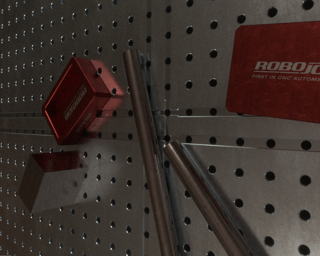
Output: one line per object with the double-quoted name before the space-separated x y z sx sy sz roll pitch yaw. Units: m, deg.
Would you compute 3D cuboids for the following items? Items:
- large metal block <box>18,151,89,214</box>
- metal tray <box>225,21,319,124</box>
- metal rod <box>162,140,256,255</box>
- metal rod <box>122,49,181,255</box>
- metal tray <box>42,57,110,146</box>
"large metal block" -0.178 0.087 0.517 0.050 0.081 0.079 38 113 33
"metal tray" 0.133 -0.052 0.296 0.130 0.030 0.089 11 97 39
"metal rod" 0.089 0.138 0.334 0.025 0.025 0.299 -48 62 29
"metal rod" -0.011 0.038 0.416 0.025 0.025 0.298 -19 78 38
"metal tray" -0.146 -0.043 0.523 0.129 0.030 0.090 -48 62 29
